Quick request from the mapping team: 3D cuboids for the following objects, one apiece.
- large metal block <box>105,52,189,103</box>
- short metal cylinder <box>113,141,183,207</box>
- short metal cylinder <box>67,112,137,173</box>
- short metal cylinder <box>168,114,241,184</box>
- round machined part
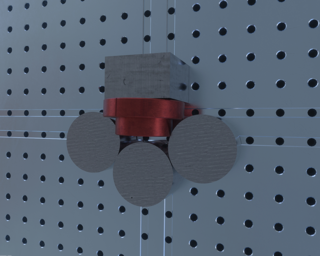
[{"bbox_3d":[-0.013,-0.058,0.387,0.080,0.080,0.050,1,91,20],"label":"large metal block"},{"bbox_3d":[-0.014,0.057,0.404,0.080,0.050,0.079,0,90,20],"label":"short metal cylinder"},{"bbox_3d":[-0.080,0.018,0.428,0.080,0.050,0.079,0,90,20],"label":"short metal cylinder"},{"bbox_3d":[0.056,0.024,0.380,0.080,0.050,0.079,0,90,20],"label":"short metal cylinder"},{"bbox_3d":[-0.020,-0.011,0.379,0.098,0.098,0.042,2,90,20],"label":"round machined part"}]
